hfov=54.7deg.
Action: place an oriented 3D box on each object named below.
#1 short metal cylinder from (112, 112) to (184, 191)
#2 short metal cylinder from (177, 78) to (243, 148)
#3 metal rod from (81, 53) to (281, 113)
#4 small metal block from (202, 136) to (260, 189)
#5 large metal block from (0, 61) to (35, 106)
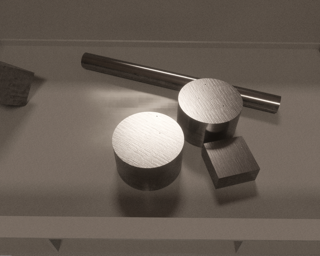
[{"bbox_3d":[-0.013,0.027,0.366,0.081,0.050,0.080,0,50,0],"label":"short metal cylinder"},{"bbox_3d":[0.063,-0.020,0.406,0.081,0.050,0.080,0,50,0],"label":"short metal cylinder"},{"bbox_3d":[0.023,-0.070,0.464,0.301,0.025,0.025,15,52,11],"label":"metal rod"},{"bbox_3d":[0.083,0.041,0.372,0.050,0.025,0.050,-11,51,-10],"label":"small metal block"},{"bbox_3d":[-0.234,-0.067,0.415,0.080,0.080,0.050,19,96,15],"label":"large metal block"}]
